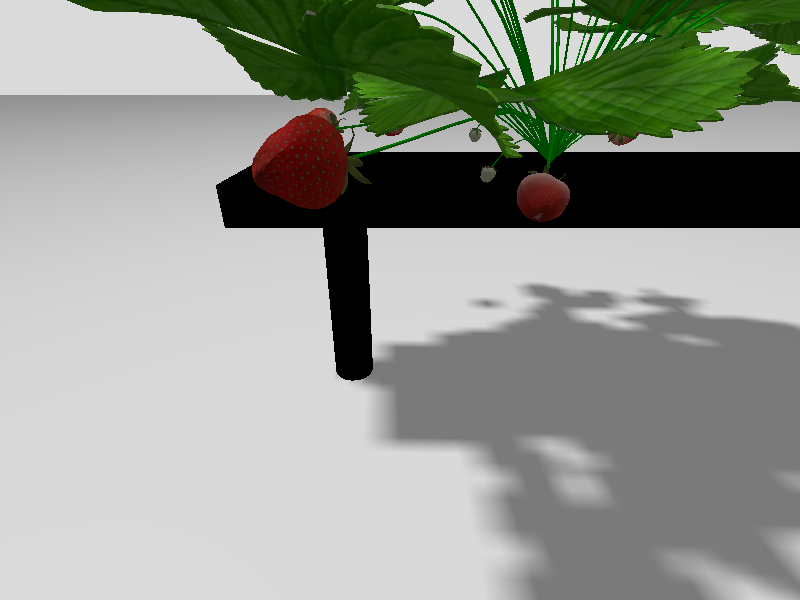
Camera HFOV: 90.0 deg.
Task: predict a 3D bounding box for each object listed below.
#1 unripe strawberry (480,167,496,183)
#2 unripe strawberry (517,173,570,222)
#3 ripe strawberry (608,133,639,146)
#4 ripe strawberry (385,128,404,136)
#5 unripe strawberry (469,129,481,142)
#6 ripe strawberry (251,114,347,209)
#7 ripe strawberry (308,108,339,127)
[{"bbox_3d":[0.061,-0.087,0.277,0.011,0.010,0.010,25,6,38],"label":"unripe strawberry"},{"bbox_3d":[0.067,-0.047,0.188,0.024,0.024,0.021,10,-35,17],"label":"unripe strawberry"},{"bbox_3d":[0.236,-0.180,0.417,0.033,0.035,0.031,-23,36,-37],"label":"ripe strawberry"},{"bbox_3d":[-0.010,-0.212,0.486,0.031,0.026,0.031,-20,11,-32],"label":"ripe strawberry"},{"bbox_3d":[0.084,-0.186,0.453,0.013,0.013,0.014,-8,-42,-14],"label":"unripe strawberry"},{"bbox_3d":[-0.052,-0.070,0.206,0.049,0.047,0.045,-21,35,-32],"label":"ripe strawberry"},{"bbox_3d":[-0.082,-0.173,0.403,0.037,0.037,0.041,11,30,20],"label":"ripe strawberry"}]
